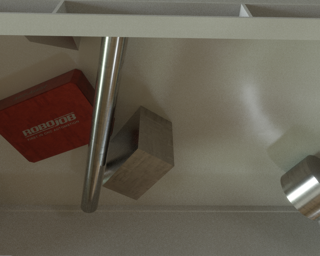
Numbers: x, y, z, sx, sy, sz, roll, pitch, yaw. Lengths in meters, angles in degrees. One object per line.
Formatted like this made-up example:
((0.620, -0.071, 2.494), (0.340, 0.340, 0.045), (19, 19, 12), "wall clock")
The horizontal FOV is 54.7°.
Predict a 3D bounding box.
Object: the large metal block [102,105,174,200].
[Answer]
((-0.027, 0.032, 0.400), (0.050, 0.080, 0.080), (29, 124, -23), "large metal block")

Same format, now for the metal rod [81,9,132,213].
((-0.072, 0.008, 0.374), (0.025, 0.025, 0.298), (10, 130, -9), "metal rod")

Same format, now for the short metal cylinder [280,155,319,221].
((0.225, 0.086, 0.450), (0.080, 0.080, 0.050), (24, 126, -20), "short metal cylinder")

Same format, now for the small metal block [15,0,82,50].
((-0.106, -0.099, 0.304), (0.050, 0.050, 0.025), (9, 88, -8), "small metal block")

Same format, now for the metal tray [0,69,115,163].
((-0.136, -0.011, 0.395), (0.130, 0.030, 0.090), (-19, 128, 15), "metal tray")
